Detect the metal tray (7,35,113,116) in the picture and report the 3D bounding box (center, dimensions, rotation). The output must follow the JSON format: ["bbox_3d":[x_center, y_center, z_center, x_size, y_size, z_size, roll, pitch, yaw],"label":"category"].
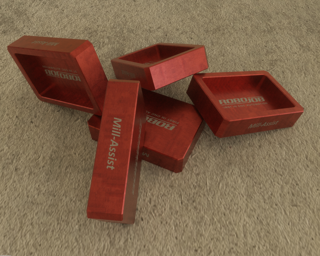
[{"bbox_3d":[-0.127,-0.069,0.399,0.130,0.090,0.030,14,50,32],"label":"metal tray"}]

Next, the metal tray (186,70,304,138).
[{"bbox_3d":[0.112,-0.036,0.412,0.131,0.030,0.090,-7,49,-26],"label":"metal tray"}]

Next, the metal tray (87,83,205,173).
[{"bbox_3d":[-0.015,-0.005,0.405,0.130,0.030,0.090,20,53,15],"label":"metal tray"}]

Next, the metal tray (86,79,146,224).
[{"bbox_3d":[-0.038,0.028,0.313,0.030,0.090,0.130,4,71,4],"label":"metal tray"}]

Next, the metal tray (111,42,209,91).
[{"bbox_3d":[-0.005,-0.092,0.440,0.091,0.030,0.130,-25,26,-20],"label":"metal tray"}]
